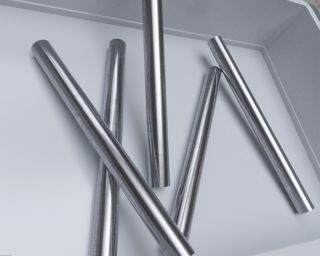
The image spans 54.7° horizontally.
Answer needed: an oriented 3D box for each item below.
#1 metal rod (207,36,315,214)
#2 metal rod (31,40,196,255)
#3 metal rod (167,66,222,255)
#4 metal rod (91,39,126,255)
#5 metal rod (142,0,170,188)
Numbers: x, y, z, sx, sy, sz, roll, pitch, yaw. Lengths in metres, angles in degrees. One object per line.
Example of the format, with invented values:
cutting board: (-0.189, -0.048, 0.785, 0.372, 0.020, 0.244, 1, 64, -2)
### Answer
metal rod: (0.151, -0.013, 0.481, 0.025, 0.025, 0.299, -16, 75, -35)
metal rod: (-0.063, 0.011, 0.337, 0.025, 0.025, 0.300, -22, 65, -36)
metal rod: (0.052, 0.021, 0.422, 0.025, 0.025, 0.300, 27, 52, -12)
metal rod: (-0.058, 0.009, 0.370, 0.025, 0.025, 0.299, 12, 56, -22)
metal rod: (-0.007, -0.080, 0.376, 0.025, 0.025, 0.298, -1, 86, -29)
